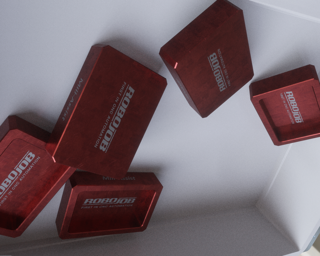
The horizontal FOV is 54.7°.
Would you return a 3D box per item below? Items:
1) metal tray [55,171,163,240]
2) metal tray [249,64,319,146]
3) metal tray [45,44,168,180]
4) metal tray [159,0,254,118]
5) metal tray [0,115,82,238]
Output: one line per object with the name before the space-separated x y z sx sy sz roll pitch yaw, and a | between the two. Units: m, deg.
metal tray | -0.070 0.107 0.434 0.131 0.030 0.089 6 115 -32
metal tray | 0.200 -0.028 0.469 0.090 0.030 0.130 -17 136 27
metal tray | -0.057 -0.015 0.345 0.090 0.030 0.129 24 90 -37
metal tray | 0.062 -0.075 0.368 0.090 0.030 0.130 -41 148 1
metal tray | -0.165 0.059 0.352 0.130 0.030 0.090 -49 129 6
